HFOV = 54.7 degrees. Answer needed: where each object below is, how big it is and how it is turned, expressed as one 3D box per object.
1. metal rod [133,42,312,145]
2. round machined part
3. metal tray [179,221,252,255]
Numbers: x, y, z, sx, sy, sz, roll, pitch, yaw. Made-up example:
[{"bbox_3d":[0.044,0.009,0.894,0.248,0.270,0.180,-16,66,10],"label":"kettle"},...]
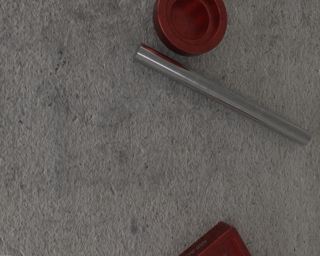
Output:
[{"bbox_3d":[0.101,-0.041,0.446,0.302,0.025,0.025,24,82,-19],"label":"metal rod"},{"bbox_3d":[0.037,-0.144,0.414,0.099,0.042,0.097,0,90,-20],"label":"round machined part"},{"bbox_3d":[0.068,0.207,0.431,0.131,0.030,0.090,-33,101,-17],"label":"metal tray"}]
